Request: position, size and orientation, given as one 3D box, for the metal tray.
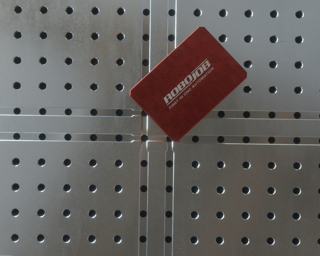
[{"bbox_3d":[0.037,-0.056,0.411,0.130,0.030,0.090,-43,90,0],"label":"metal tray"}]
